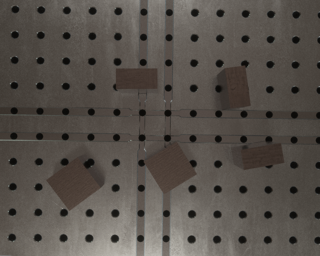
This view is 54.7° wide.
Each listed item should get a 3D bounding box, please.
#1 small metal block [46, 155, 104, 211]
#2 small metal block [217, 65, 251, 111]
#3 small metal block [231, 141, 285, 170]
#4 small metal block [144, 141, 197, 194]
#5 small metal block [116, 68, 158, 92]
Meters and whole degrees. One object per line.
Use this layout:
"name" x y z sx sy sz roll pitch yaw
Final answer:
"small metal block" -0.112 0.072 0.412 0.050 0.025 0.050 -37 90 0
"small metal block" 0.095 -0.050 0.402 0.025 0.050 0.050 -8 90 0
"small metal block" 0.125 0.035 0.403 0.050 0.050 0.025 -10 90 0
"small metal block" 0.013 0.052 0.414 0.050 0.025 0.050 -32 90 -1
"small metal block" -0.028 -0.060 0.401 0.050 0.050 0.025 0 90 -1
